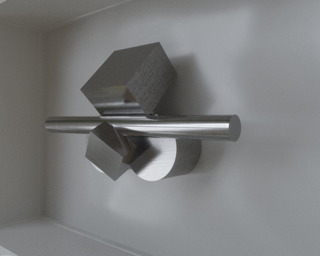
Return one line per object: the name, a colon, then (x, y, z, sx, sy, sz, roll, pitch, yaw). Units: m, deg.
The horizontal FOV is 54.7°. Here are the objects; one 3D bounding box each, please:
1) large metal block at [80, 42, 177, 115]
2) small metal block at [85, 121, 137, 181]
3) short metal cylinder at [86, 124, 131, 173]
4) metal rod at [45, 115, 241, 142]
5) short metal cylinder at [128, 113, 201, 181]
large metal block: (-0.038, -0.059, 0.391, 0.080, 0.050, 0.080, 1, 48, 39)
small metal block: (-0.060, 0.028, 0.373, 0.050, 0.025, 0.050, 37, 136, 13)
short metal cylinder: (-0.059, 0.021, 0.435, 0.080, 0.050, 0.079, 0, 90, 39)
metal rod: (-0.048, -0.003, 0.377, 0.300, 0.025, 0.025, 1, 91, 39)
short metal cylinder: (0.003, 0.022, 0.385, 0.080, 0.050, 0.079, 0, 90, 39)
